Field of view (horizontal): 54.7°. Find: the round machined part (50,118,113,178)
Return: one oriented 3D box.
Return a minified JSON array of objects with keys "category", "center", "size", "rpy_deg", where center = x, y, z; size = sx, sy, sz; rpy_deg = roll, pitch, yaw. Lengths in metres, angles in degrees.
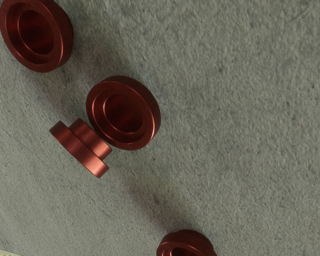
[{"category":"round machined part","center":[-0.107,0.023,0.444],"size":[0.098,0.042,0.098],"rpy_deg":[42,168,11]}]

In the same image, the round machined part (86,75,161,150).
[{"category":"round machined part","center":[-0.043,-0.023,0.403],"size":[0.098,0.042,0.097],"rpy_deg":[13,124,20]}]

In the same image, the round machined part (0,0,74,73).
[{"category":"round machined part","center":[-0.151,-0.124,0.397],"size":[0.098,0.042,0.097],"rpy_deg":[13,124,20]}]

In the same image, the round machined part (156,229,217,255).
[{"category":"round machined part","center":[0.047,0.202,0.495],"size":[0.098,0.042,0.097],"rpy_deg":[13,124,20]}]
